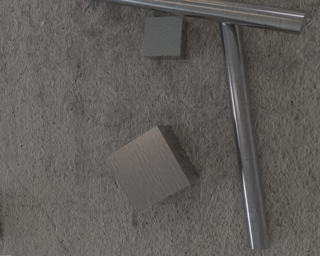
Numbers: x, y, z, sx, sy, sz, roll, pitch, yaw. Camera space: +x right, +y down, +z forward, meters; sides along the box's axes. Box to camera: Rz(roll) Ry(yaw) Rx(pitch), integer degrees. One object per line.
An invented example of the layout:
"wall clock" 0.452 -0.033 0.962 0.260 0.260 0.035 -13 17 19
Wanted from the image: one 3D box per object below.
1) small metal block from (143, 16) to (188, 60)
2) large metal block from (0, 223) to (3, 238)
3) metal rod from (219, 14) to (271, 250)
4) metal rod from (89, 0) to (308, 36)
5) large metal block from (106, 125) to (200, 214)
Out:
"small metal block" 0.007 -0.117 0.406 0.050 0.025 0.050 4 91 19
"large metal block" -0.315 0.153 0.507 0.080 0.050 0.080 -17 85 19
"metal rod" 0.100 -0.008 0.373 0.025 0.025 0.298 -8 87 20
"metal rod" 0.020 -0.153 0.382 0.300 0.025 0.025 20 97 26
"large metal block" -0.008 0.051 0.399 0.080 0.050 0.080 -32 80 17
